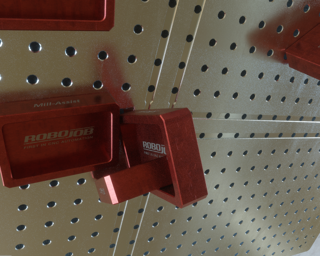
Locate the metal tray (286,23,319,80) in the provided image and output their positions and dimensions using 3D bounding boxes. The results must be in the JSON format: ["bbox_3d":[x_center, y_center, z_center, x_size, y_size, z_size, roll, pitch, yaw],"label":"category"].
[{"bbox_3d":[0.260,-0.123,0.437,0.130,0.090,0.030,-38,130,-3],"label":"metal tray"}]

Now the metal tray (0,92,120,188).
[{"bbox_3d":[-0.114,0.012,0.354,0.131,0.030,0.089,-9,123,-24],"label":"metal tray"}]

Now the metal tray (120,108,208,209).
[{"bbox_3d":[-0.005,0.026,0.339,0.030,0.130,0.089,-16,99,-26],"label":"metal tray"}]

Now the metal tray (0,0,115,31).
[{"bbox_3d":[-0.105,-0.133,0.268,0.131,0.030,0.089,-8,122,-25],"label":"metal tray"}]

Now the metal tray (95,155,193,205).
[{"bbox_3d":[-0.027,0.062,0.377,0.091,0.130,0.030,-17,83,-19],"label":"metal tray"}]
